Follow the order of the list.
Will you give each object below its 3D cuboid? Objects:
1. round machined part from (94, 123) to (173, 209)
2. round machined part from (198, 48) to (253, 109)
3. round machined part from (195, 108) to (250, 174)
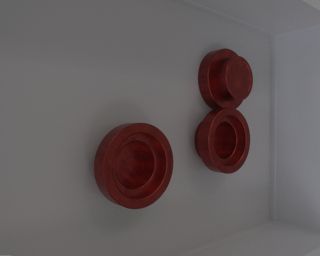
[{"bbox_3d":[-0.034,0.043,0.367,0.099,0.042,0.097,0,90,-40],"label":"round machined part"},{"bbox_3d":[0.109,-0.076,0.486,0.099,0.042,0.097,0,90,-40],"label":"round machined part"},{"bbox_3d":[0.091,0.018,0.472,0.099,0.042,0.097,0,90,-40],"label":"round machined part"}]
